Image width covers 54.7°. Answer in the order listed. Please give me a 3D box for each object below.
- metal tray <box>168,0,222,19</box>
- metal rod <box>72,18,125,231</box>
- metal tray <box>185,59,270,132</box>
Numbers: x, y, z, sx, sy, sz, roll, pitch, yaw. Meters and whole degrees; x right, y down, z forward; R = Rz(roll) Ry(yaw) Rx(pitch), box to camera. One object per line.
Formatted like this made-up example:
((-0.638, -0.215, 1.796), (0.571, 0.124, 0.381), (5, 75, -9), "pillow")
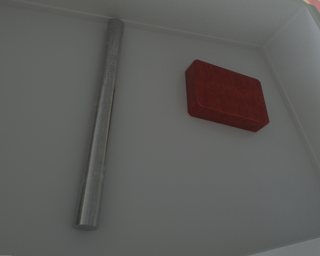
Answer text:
((0.055, -0.275, 0.604), (0.131, 0.030, 0.090), (16, 55, -20), "metal tray")
((-0.070, -0.028, 0.386), (0.025, 0.025, 0.299), (15, 55, -20), "metal rod")
((0.106, -0.050, 0.493), (0.131, 0.030, 0.090), (13, 56, -22), "metal tray")
